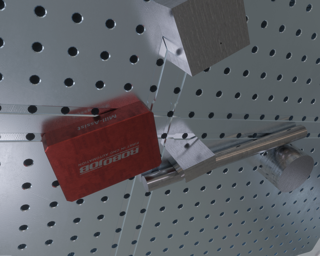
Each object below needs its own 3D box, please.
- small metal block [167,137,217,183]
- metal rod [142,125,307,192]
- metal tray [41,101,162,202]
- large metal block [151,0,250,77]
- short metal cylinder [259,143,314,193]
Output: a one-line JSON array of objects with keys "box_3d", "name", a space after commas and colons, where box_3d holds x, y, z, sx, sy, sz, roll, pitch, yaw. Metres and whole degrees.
[{"box_3d": [0.046, 0.045, 0.448, 0.050, 0.050, 0.025, -24, 127, -14], "name": "small metal block"}, {"box_3d": [0.116, 0.044, 0.500, 0.302, 0.025, 0.025, -15, 125, -20], "name": "metal rod"}, {"box_3d": [-0.067, 0.029, 0.389, 0.131, 0.030, 0.089, -21, 126, -16], "name": "metal tray"}, {"box_3d": [0.047, -0.118, 0.348, 0.080, 0.050, 0.080, -30, 129, -9], "name": "large metal block"}, {"box_3d": [0.229, 0.070, 0.563, 0.081, 0.050, 0.079, -14, 124, -21], "name": "short metal cylinder"}]
